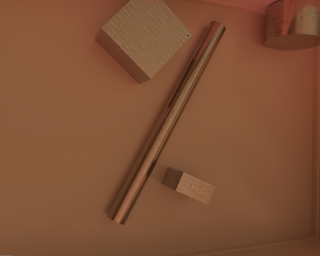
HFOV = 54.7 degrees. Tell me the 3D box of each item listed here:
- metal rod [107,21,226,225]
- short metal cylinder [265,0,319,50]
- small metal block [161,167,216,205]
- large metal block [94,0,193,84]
[{"bbox_3d":[0.013,-0.014,0.416,0.025,0.025,0.299,31,80,-18],"label":"metal rod"},{"bbox_3d":[0.198,-0.150,0.456,0.081,0.080,0.050,4,89,-20],"label":"short metal cylinder"},{"bbox_3d":[0.037,0.076,0.412,0.050,0.050,0.025,27,81,-19],"label":"small metal block"},{"bbox_3d":[-0.021,-0.115,0.390,0.080,0.050,0.080,45,76,-15],"label":"large metal block"}]
